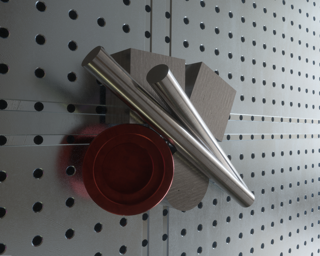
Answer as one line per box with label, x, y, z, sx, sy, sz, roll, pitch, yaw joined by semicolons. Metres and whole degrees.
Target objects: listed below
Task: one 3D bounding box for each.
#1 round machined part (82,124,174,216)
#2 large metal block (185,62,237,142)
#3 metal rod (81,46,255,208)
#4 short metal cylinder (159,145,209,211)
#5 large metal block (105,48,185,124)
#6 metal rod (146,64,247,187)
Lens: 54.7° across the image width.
round machined part;-0.037;0.045;0.348;0.099;0.042;0.097;1;87;-17
large metal block;0.054;-0.033;0.432;0.080;0.050;0.080;31;71;-36
metal rod;0.031;0.019;0.364;0.300;0.025;0.025;42;65;-33
short metal cylinder;0.019;0.062;0.403;0.081;0.050;0.079;0;90;-40
large metal block;-0.017;-0.044;0.370;0.081;0.050;0.079;1;90;-40
metal rod;0.067;0.026;0.412;0.300;0.025;0.025;49;60;-45
